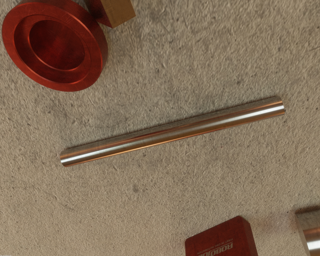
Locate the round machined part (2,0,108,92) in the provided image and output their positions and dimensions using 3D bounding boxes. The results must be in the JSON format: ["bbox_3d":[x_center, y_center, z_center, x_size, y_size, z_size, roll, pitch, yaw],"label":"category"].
[{"bbox_3d":[-0.100,-0.087,0.312,0.099,0.042,0.097,7,136,7],"label":"round machined part"}]

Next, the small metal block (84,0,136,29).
[{"bbox_3d":[-0.052,-0.123,0.281,0.025,0.050,0.050,-34,130,-14],"label":"small metal block"}]

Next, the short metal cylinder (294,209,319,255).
[{"bbox_3d":[0.271,0.183,0.531,0.050,0.080,0.080,-16,129,13],"label":"short metal cylinder"}]

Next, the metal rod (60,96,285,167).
[{"bbox_3d":[0.008,0.008,0.414,0.301,0.025,0.025,-14,129,11],"label":"metal rod"}]

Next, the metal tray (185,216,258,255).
[{"bbox_3d":[0.107,0.226,0.558,0.130,0.090,0.030,-34,123,25],"label":"metal tray"}]
